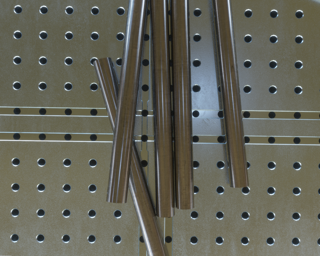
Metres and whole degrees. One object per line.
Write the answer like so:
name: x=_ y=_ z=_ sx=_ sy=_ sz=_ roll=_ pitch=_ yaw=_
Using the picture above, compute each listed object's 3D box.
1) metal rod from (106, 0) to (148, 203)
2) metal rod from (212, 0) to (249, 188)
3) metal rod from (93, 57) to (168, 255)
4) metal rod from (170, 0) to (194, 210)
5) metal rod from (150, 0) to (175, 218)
metal rod: x=-0.039 y=-0.058 z=0.395 sx=0.025 sy=0.025 sz=0.299 roll=5 pitch=83 yaw=0
metal rod: x=0.092 y=-0.072 z=0.413 sx=0.025 sy=0.025 sz=0.298 roll=-6 pitch=90 yaw=0
metal rod: x=-0.036 y=0.054 z=0.413 sx=0.025 sy=0.025 sz=0.299 roll=-16 pitch=90 yaw=0
metal rod: x=0.030 y=-0.044 z=0.413 sx=0.025 sy=0.025 sz=0.298 roll=-1 pitch=90 yaw=0
metal rod: x=0.003 y=-0.033 z=0.413 sx=0.025 sy=0.025 sz=0.298 roll=-2 pitch=90 yaw=0
